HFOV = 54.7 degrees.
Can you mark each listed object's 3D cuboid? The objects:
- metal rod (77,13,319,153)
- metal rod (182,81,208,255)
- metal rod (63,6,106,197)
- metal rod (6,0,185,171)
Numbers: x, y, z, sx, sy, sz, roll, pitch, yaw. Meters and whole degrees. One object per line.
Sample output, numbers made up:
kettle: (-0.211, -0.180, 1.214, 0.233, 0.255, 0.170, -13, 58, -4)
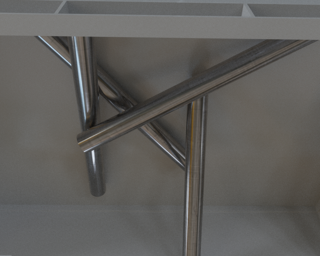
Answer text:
metal rod: (0.044, -0.046, 0.339, 0.301, 0.025, 0.025, -26, 126, 9)
metal rod: (0.044, 0.087, 0.403, 0.025, 0.025, 0.298, 0, 106, -1)
metal rod: (-0.085, -0.002, 0.382, 0.025, 0.025, 0.298, 4, 138, -3)
metal rod: (-0.049, -0.034, 0.379, 0.025, 0.025, 0.300, -31, 124, 24)
